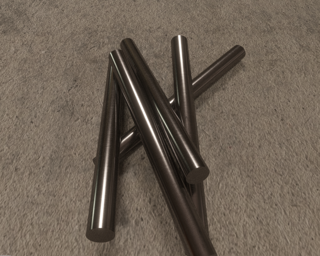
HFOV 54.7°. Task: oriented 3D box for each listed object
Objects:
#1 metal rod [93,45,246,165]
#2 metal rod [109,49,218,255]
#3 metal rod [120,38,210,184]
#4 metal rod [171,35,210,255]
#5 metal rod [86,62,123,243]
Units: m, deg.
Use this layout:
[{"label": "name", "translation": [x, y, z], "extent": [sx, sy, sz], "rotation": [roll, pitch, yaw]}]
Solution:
[{"label": "metal rod", "translation": [0.030, -0.040, 0.436], "extent": [0.025, 0.025, 0.302], "rotation": [35, 58, 25]}, {"label": "metal rod", "translation": [-0.012, 0.007, 0.360], "extent": [0.025, 0.025, 0.299], "rotation": [-15, 53, -13]}, {"label": "metal rod", "translation": [-0.009, -0.046, 0.412], "extent": [0.025, 0.025, 0.300], "rotation": [-14, 43, -12]}, {"label": "metal rod", "translation": [0.033, -0.003, 0.382], "extent": [0.025, 0.025, 0.299], "rotation": [-1, 57, -1]}, {"label": "metal rod", "translation": [-0.060, -0.006, 0.380], "extent": [0.025, 0.025, 0.300], "rotation": [-2, 42, -2]}]
